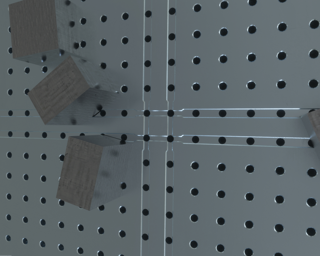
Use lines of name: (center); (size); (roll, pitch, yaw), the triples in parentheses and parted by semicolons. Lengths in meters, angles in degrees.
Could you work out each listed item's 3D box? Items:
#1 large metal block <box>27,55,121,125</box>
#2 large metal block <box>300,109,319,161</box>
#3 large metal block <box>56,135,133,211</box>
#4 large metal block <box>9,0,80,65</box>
large metal block: (-0.114, -0.047, 0.424); (0.080, 0.080, 0.050); (-36, 79, 16)
large metal block: (0.188, 0.014, 0.317); (0.050, 0.080, 0.080); (-23, 83, 19)
large metal block: (-0.084, 0.055, 0.414); (0.050, 0.080, 0.080); (15, 95, 19)
large metal block: (-0.171, -0.144, 0.460); (0.080, 0.050, 0.080); (-6, 88, 20)
